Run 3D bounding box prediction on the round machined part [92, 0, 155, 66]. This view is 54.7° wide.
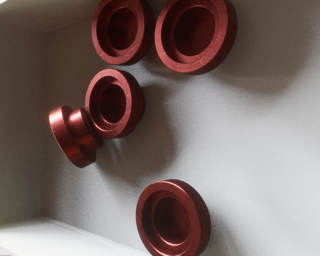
[{"bbox_3d":[-0.045,-0.135,0.426,0.098,0.042,0.097,5,99,36],"label":"round machined part"}]

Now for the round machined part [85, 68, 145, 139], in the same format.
[{"bbox_3d":[-0.060,-0.034,0.443,0.098,0.042,0.097,0,90,39],"label":"round machined part"}]

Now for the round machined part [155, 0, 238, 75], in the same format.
[{"bbox_3d":[0.045,-0.110,0.358,0.098,0.042,0.097,0,90,39],"label":"round machined part"}]

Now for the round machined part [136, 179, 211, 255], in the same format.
[{"bbox_3d":[0.020,0.111,0.378,0.098,0.042,0.097,0,90,39],"label":"round machined part"}]

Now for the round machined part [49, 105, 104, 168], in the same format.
[{"bbox_3d":[-0.120,0.008,0.467,0.042,0.098,0.098,-27,70,1],"label":"round machined part"}]
